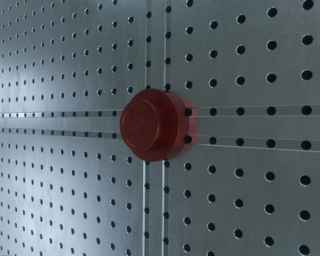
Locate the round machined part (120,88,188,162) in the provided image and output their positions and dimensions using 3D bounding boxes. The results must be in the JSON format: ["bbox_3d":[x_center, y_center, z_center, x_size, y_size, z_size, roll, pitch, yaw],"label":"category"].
[{"bbox_3d":[-0.015,-0.004,0.408,0.098,0.042,0.097,0,90,39],"label":"round machined part"}]
